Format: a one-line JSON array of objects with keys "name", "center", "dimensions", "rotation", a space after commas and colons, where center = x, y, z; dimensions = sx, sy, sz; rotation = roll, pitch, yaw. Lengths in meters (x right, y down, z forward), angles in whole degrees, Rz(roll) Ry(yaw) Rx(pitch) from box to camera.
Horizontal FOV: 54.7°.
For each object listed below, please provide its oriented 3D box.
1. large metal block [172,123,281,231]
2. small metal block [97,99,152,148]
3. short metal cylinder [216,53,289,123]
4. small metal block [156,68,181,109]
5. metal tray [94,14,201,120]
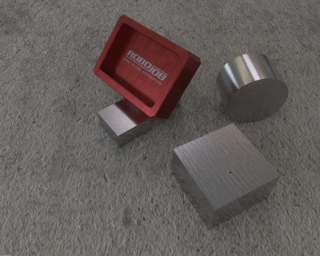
[{"name": "large metal block", "center": [0.068, 0.052, 0.344], "dimensions": [0.081, 0.050, 0.080], "rotation": [-22, 54, -18]}, {"name": "small metal block", "center": [-0.047, -0.009, 0.410], "dimensions": [0.050, 0.025, 0.050], "rotation": [-30, 57, -23]}, {"name": "short metal cylinder", "center": [0.121, -0.052, 0.412], "dimensions": [0.081, 0.080, 0.050], "rotation": [-6, 51, -6]}, {"name": "small metal block", "center": [0.004, -0.057, 0.434], "dimensions": [0.025, 0.050, 0.050], "rotation": [-33, 58, -24]}, {"name": "metal tray", "center": [-0.022, -0.080, 0.403], "dimensions": [0.130, 0.090, 0.030], "rotation": [39, 16, 31]}]
